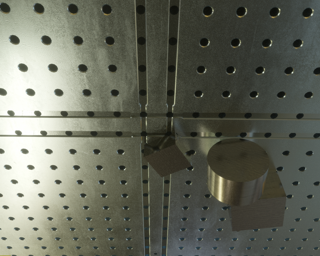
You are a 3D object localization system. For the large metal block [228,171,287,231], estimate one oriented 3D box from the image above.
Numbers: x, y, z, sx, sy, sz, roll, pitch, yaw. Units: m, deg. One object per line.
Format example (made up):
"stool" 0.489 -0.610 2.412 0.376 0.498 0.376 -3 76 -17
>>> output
"large metal block" 0.151 0.118 0.497 0.080 0.050 0.080 -8 130 6

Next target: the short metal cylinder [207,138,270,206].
"short metal cylinder" 0.105 0.059 0.427 0.080 0.080 0.050 -4 130 3

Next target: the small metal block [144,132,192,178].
"small metal block" 0.012 0.039 0.445 0.050 0.025 0.050 -24 127 18
